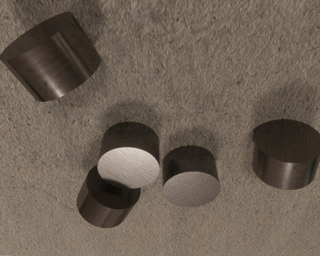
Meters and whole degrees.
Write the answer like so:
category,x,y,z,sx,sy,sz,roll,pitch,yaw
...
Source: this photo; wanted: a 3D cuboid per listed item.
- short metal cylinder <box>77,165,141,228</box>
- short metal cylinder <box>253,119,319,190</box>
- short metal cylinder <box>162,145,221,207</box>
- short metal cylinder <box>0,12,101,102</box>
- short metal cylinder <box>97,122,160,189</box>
category,x,y,z,sx,sy,sz,roll,pitch,yaw
short metal cylinder,-0.075,0.097,0.453,0.081,0.080,0.050,19,127,-16
short metal cylinder,0.163,0.033,0.402,0.080,0.080,0.050,-6,130,4
short metal cylinder,0.044,0.071,0.452,0.081,0.050,0.079,0,130,0
short metal cylinder,-0.107,-0.071,0.309,0.080,0.080,0.050,-19,128,15
short metal cylinder,-0.041,0.038,0.422,0.081,0.050,0.079,0,130,0
